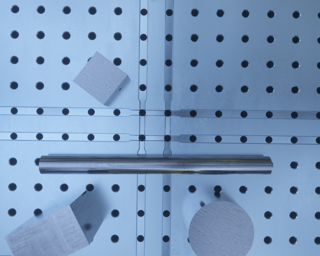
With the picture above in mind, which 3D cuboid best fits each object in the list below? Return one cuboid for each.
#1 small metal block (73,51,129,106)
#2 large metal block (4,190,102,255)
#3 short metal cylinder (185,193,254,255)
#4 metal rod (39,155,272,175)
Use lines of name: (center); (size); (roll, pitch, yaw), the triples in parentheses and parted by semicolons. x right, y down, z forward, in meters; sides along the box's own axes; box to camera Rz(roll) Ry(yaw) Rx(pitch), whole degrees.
small metal block: (-0.077, -0.065, 0.412); (0.050, 0.025, 0.050); (38, 90, -1)
large metal block: (-0.126, 0.126, 0.384); (0.080, 0.080, 0.050); (-26, 90, 0)
short metal cylinder: (0.075, 0.128, 0.402); (0.081, 0.050, 0.079); (0, 90, -1)
metal rod: (-0.005, 0.050, 0.413); (0.302, 0.025, 0.025); (0, 90, -1)
